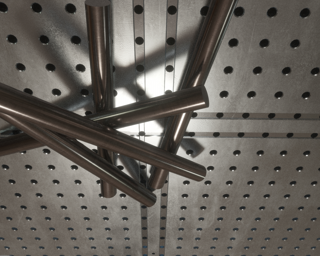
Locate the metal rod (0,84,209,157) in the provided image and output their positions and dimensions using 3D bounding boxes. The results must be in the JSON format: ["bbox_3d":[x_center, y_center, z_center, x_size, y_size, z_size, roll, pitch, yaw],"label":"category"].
[{"bbox_3d":[-0.089,-0.003,0.377,0.301,0.025,0.025,-13,130,22],"label":"metal rod"}]

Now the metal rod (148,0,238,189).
[{"bbox_3d":[0.030,-0.024,0.391,0.025,0.025,0.298,11,129,-9],"label":"metal rod"}]

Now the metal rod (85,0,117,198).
[{"bbox_3d":[-0.072,-0.011,0.401,0.025,0.025,0.298,3,130,-3],"label":"metal rod"}]

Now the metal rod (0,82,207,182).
[{"bbox_3d":[-0.048,0.017,0.359,0.301,0.025,0.025,25,127,-39],"label":"metal rod"}]

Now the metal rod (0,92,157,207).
[{"bbox_3d":[-0.087,0.046,0.404,0.025,0.025,0.300,-23,141,18],"label":"metal rod"}]
